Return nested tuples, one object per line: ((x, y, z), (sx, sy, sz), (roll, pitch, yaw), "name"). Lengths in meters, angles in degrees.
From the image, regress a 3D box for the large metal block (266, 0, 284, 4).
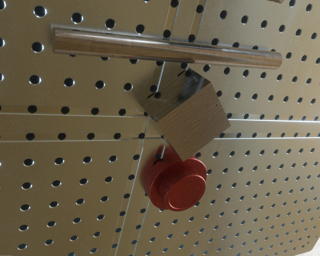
((0.121, -0.199, 0.338), (0.080, 0.050, 0.080), (26, 104, -37), "large metal block")

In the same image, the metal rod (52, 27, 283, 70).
((0.031, -0.091, 0.371), (0.303, 0.025, 0.025), (-2, 120, -28), "metal rod")

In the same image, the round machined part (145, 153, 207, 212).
((0.030, 0.087, 0.471), (0.099, 0.042, 0.097), (-14, 124, -21), "round machined part")

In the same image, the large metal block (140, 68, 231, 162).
((0.035, -0.016, 0.404), (0.080, 0.050, 0.080), (-37, 129, -4), "large metal block")
